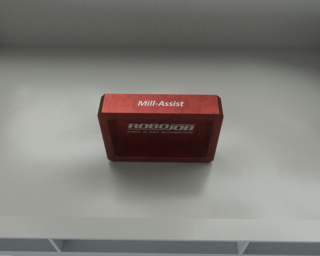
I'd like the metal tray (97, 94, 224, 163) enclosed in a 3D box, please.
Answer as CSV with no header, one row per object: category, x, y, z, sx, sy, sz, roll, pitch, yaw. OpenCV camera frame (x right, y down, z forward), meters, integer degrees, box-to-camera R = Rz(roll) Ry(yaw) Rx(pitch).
metal tray,0.001,0.003,0.360,0.131,0.090,0.030,1,50,0
